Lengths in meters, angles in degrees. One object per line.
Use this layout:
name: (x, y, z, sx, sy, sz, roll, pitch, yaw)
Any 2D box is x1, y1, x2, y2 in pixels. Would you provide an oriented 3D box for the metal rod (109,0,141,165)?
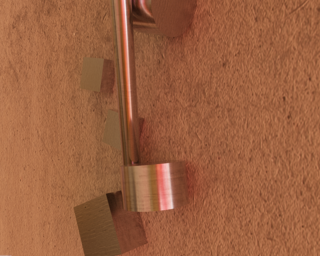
metal rod: (-0.041, -0.056, 0.377, 0.025, 0.025, 0.298, 19, 122, 38)

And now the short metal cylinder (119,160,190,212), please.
short metal cylinder: (-0.007, 0.067, 0.375, 0.080, 0.081, 0.050, -8, 85, 39)

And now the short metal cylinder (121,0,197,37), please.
short metal cylinder: (0.000, -0.152, 0.370, 0.050, 0.081, 0.079, 21, 104, 38)

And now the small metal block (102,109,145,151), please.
small metal block: (-0.054, 0.003, 0.450, 0.050, 0.025, 0.050, 21, 103, 38)

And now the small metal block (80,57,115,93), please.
small metal block: (-0.097, -0.083, 0.485, 0.050, 0.025, 0.050, 14, 99, 39)

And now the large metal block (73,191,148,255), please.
large metal block: (-0.073, 0.140, 0.449, 0.080, 0.050, 0.080, -28, 72, 36)
